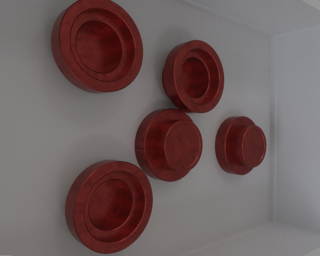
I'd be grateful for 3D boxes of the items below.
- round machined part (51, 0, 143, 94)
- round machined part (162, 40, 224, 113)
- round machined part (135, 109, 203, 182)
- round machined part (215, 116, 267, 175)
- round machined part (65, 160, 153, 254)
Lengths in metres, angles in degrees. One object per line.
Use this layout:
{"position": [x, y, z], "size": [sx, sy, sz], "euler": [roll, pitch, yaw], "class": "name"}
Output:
{"position": [-0.070, -0.086, 0.336], "size": [0.099, 0.042, 0.097], "euler": [0, 90, -40], "class": "round machined part"}
{"position": [0.042, -0.069, 0.430], "size": [0.099, 0.042, 0.097], "euler": [0, 90, -40], "class": "round machined part"}
{"position": [0.019, 0.023, 0.411], "size": [0.099, 0.042, 0.097], "euler": [0, 90, -40], "class": "round machined part"}
{"position": [0.139, 0.029, 0.512], "size": [0.099, 0.042, 0.097], "euler": [0, 90, -40], "class": "round machined part"}
{"position": [-0.059, 0.084, 0.346], "size": [0.099, 0.042, 0.097], "euler": [0, 90, -40], "class": "round machined part"}
